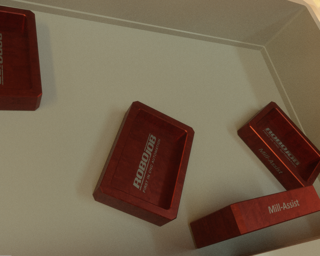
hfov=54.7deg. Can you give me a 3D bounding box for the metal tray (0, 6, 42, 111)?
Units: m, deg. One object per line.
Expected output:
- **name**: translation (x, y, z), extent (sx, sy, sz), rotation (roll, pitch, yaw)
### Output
- **metal tray**: translation (-0.188, -0.083, 0.351), extent (0.091, 0.030, 0.130), rotation (-1, 62, -29)

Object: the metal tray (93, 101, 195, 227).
- **metal tray**: translation (-0.014, 0.039, 0.372), extent (0.090, 0.030, 0.130), rotation (26, 52, -13)

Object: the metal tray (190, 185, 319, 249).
- **metal tray**: translation (0.113, 0.104, 0.363), extent (0.131, 0.090, 0.030), rotation (-3, 64, -30)

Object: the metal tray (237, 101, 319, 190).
- **metal tray**: translation (0.195, 0.029, 0.492), extent (0.130, 0.030, 0.091), rotation (50, 51, 7)
